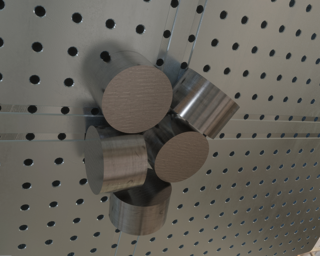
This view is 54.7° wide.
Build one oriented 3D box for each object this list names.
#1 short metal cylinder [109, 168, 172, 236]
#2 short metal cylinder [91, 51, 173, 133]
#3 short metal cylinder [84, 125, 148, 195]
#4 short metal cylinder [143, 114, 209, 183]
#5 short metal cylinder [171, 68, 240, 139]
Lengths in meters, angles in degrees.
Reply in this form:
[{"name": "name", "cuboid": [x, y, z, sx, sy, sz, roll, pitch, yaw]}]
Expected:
[{"name": "short metal cylinder", "cuboid": [-0.027, 0.097, 0.420, 0.081, 0.080, 0.050, -6, 122, -25]}, {"name": "short metal cylinder", "cuboid": [-0.033, -0.041, 0.351, 0.081, 0.050, 0.079, -13, 124, -20]}, {"name": "short metal cylinder", "cuboid": [-0.055, 0.036, 0.369, 0.050, 0.080, 0.079, -3, 120, -28]}, {"name": "short metal cylinder", "cuboid": [0.019, 0.027, 0.422, 0.081, 0.050, 0.079, -14, 125, -21]}, {"name": "short metal cylinder", "cuboid": [0.051, -0.030, 0.384, 0.080, 0.080, 0.050, 32, 100, -38]}]
